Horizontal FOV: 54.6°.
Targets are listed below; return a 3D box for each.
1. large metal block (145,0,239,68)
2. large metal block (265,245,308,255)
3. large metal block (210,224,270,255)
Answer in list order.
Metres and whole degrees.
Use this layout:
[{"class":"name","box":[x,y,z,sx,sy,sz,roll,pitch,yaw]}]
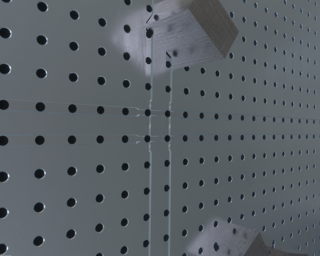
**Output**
[{"class":"large metal block","box":[0.042,-0.130,0.407,0.080,0.080,0.050,44,64,-31]},{"class":"large metal block","box":[0.233,0.271,0.587,0.080,0.050,0.080,21,77,-38]},{"class":"large metal block","box":[0.132,0.219,0.503,0.080,0.050,0.080,-39,114,-33]}]
